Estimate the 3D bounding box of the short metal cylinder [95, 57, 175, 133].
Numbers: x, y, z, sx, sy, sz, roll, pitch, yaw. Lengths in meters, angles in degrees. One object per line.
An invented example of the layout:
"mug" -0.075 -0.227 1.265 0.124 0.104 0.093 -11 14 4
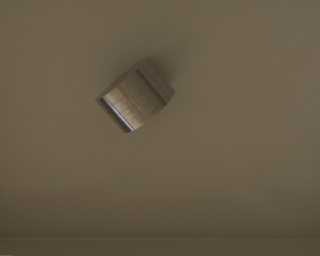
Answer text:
"short metal cylinder" -0.029 -0.039 0.367 0.080 0.080 0.050 -36 107 12
